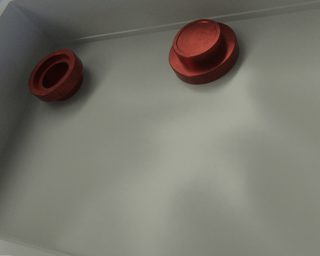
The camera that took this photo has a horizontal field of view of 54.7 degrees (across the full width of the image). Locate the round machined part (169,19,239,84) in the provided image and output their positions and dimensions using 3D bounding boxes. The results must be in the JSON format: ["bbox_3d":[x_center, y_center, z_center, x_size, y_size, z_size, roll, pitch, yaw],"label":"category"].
[{"bbox_3d":[0.057,-0.113,0.433,0.098,0.042,0.098,-13,56,20],"label":"round machined part"}]

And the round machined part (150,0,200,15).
[{"bbox_3d":[0.031,-0.231,0.521,0.098,0.042,0.098,-13,56,20],"label":"round machined part"}]

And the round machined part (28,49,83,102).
[{"bbox_3d":[-0.174,-0.086,0.536,0.098,0.042,0.098,-13,56,20],"label":"round machined part"}]
